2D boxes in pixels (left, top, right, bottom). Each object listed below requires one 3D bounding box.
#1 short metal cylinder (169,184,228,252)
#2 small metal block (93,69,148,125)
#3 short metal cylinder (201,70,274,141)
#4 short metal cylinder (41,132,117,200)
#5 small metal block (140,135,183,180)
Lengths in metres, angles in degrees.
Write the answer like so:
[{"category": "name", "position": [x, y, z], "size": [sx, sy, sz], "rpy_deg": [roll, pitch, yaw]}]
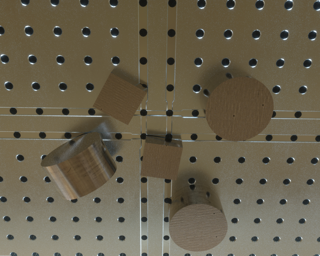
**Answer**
[{"category": "short metal cylinder", "position": [0.053, 0.129, 0.448], "size": [0.081, 0.050, 0.079], "rpy_deg": [0, 110, 0]}, {"category": "small metal block", "position": [-0.050, -0.040, 0.398], "size": [0.050, 0.025, 0.050], "rpy_deg": [29, 108, -10]}, {"category": "short metal cylinder", "position": [0.094, -0.030, 0.390], "size": [0.081, 0.050, 0.079], "rpy_deg": [0, 110, 0]}, {"category": "short metal cylinder", "position": [-0.103, 0.047, 0.400], "size": [0.080, 0.080, 0.050], "rpy_deg": [-22, 109, 8]}, {"category": "small metal block", "position": [0.002, 0.041, 0.429], "size": [0.050, 0.025, 0.050], "rpy_deg": [8, 110, -3]}]
